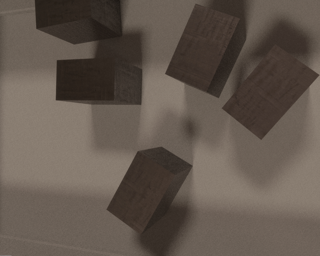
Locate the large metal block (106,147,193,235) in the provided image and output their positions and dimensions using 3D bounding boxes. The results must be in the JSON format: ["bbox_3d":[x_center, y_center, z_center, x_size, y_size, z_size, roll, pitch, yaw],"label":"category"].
[{"bbox_3d":[-0.009,0.072,0.384,0.050,0.080,0.080,31,100,17],"label":"large metal block"}]

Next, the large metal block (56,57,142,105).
[{"bbox_3d":[-0.077,-0.058,0.407,0.080,0.080,0.050,2,91,19],"label":"large metal block"}]

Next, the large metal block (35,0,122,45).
[{"bbox_3d":[-0.107,-0.153,0.418,0.080,0.080,0.050,-4,89,19],"label":"large metal block"}]

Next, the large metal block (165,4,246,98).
[{"bbox_3d":[0.056,-0.084,0.361,0.050,0.080,0.080,26,99,18],"label":"large metal block"}]

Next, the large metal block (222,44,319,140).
[{"bbox_3d":[0.119,-0.035,0.339,0.050,0.080,0.080,42,103,15],"label":"large metal block"}]
